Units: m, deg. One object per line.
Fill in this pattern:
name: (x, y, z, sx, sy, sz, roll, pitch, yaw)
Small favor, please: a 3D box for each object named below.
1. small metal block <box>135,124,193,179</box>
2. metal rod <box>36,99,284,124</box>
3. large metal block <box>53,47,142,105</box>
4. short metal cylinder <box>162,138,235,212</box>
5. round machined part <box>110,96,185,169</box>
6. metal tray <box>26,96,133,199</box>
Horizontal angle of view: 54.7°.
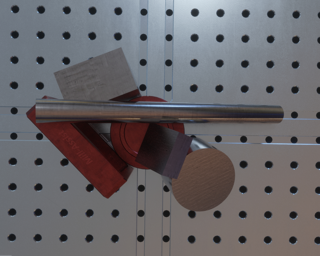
small metal block: (0.004, 0.025, 0.357, 0.025, 0.050, 0.050, 23, 87, -43)
metal rod: (0.016, -0.018, 0.366, 0.303, 0.025, 0.025, 0, 90, -20)
large metal block: (-0.072, -0.053, 0.383, 0.080, 0.080, 0.050, -21, 90, 0)
short metal cylinder: (0.046, 0.057, 0.389, 0.081, 0.050, 0.079, -4, 103, -15)
round machined part: (-0.017, 0.006, 0.407, 0.099, 0.042, 0.097, 0, 90, -1)
metal tray: (-0.092, 0.021, 0.379, 0.030, 0.090, 0.130, -44, 91, 0)
